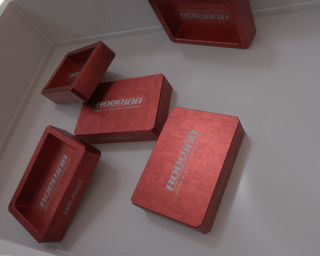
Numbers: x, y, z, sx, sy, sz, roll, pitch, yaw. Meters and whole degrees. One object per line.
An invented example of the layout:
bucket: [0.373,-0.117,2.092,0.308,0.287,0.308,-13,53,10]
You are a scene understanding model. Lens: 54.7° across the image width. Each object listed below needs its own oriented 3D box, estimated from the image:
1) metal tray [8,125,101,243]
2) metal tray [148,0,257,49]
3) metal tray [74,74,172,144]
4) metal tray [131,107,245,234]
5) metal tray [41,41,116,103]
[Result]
metal tray: [-0.142,0.071,0.411,0.090,0.030,0.129,24,88,36]
metal tray: [0.058,-0.155,0.427,0.130,0.090,0.030,16,70,34]
metal tray: [-0.053,-0.026,0.444,0.130,0.030,0.090,-4,60,25]
metal tray: [0.034,0.043,0.358,0.090,0.030,0.130,12,67,32]
metal tray: [-0.134,-0.086,0.496,0.130,0.030,0.090,4,62,51]
